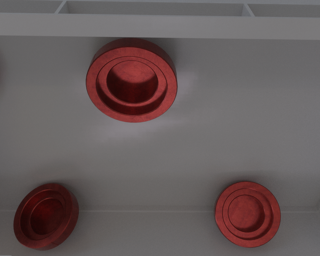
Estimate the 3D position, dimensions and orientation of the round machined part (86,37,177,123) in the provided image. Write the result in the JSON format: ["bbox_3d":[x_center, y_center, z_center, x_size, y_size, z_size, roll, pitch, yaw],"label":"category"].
[{"bbox_3d":[-0.030,-0.056,0.349,0.099,0.042,0.097,0,130,0],"label":"round machined part"}]

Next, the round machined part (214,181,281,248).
[{"bbox_3d":[0.134,0.134,0.490,0.099,0.098,0.042,-3,168,2],"label":"round machined part"}]

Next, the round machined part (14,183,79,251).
[{"bbox_3d":[-0.171,0.140,0.481,0.098,0.098,0.042,-12,146,10],"label":"round machined part"}]
